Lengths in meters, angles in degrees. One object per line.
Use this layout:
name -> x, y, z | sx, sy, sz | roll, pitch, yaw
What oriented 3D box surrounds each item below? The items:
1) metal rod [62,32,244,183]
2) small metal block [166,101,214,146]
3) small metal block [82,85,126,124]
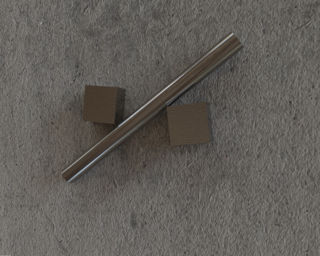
metal rod -> -0.020, -0.018, 0.415 | 0.300, 0.025, 0.025 | -38, 78, 15
small metal block -> 0.039, -0.005, 0.395 | 0.050, 0.025, 0.050 | -7, 88, 19
small metal block -> -0.079, -0.033, 0.435 | 0.050, 0.025, 0.050 | 6, 92, 19
